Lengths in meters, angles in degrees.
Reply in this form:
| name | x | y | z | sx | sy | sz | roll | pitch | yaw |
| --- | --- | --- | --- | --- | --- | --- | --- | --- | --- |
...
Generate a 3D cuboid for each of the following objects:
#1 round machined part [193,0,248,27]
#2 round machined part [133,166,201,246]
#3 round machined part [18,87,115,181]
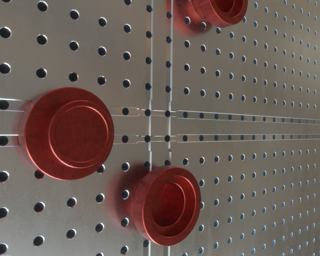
| name | x | y | z | sx | sy | sz | roll | pitch | yaw |
| --- | --- | --- | --- | --- | --- | --- | --- | --- | --- |
| round machined part | 0.087 | -0.201 | 0.469 | 0.099 | 0.042 | 0.097 | 0 | 90 | -40 |
| round machined part | 0.005 | 0.097 | 0.401 | 0.099 | 0.042 | 0.097 | 0 | 90 | -40 |
| round machined part | -0.089 | 0.006 | 0.322 | 0.099 | 0.042 | 0.097 | 0 | 90 | -40 |
